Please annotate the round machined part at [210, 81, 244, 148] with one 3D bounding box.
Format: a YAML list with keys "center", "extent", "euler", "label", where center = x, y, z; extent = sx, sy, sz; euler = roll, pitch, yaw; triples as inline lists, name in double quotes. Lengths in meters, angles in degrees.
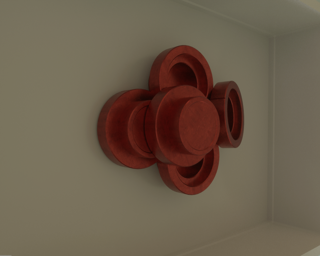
- center: [0.091, -0.019, 0.458]
  extent: [0.098, 0.042, 0.097]
  euler: [9, 80, -60]
  label: "round machined part"

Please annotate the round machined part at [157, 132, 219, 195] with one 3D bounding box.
- center: [0.034, 0.039, 0.424]
  extent: [0.099, 0.042, 0.097]
  euler: [0, 90, -40]
  label: "round machined part"

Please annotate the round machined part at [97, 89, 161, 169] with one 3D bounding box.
- center: [-0.022, 0.001, 0.374]
  extent: [0.099, 0.042, 0.097]
  euler: [0, 90, -40]
  label: "round machined part"

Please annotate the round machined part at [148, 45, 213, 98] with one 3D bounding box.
- center: [0.024, -0.058, 0.415]
  extent: [0.099, 0.042, 0.097]
  euler: [0, 90, -40]
  label: "round machined part"

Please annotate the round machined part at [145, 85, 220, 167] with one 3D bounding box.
- center: [0.034, -0.003, 0.367]
  extent: [0.099, 0.042, 0.097]
  euler: [0, 90, -40]
  label: "round machined part"
